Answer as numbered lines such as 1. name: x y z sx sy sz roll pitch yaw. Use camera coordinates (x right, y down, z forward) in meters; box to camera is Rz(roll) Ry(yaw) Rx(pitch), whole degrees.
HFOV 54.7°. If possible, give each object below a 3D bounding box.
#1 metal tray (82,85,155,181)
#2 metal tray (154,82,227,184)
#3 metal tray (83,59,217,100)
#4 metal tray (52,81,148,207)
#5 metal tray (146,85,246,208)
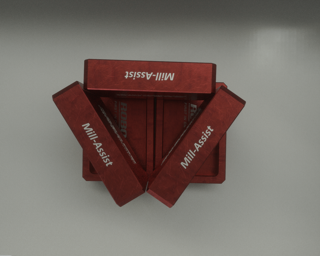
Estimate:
1. metal tray: -0.053 0.003 0.408 0.091 0.030 0.129 0 89 0
2. metal tray: 0.039 0.005 0.408 0.091 0.030 0.129 1 89 0
3. metal tray: -0.010 -0.051 0.346 0.131 0.090 0.030 2 91 0
4. metal tray: -0.060 0.015 0.346 0.030 0.090 0.130 -31 90 1
5. metal tray: 0.036 0.018 0.346 0.030 0.090 0.130 35 90 0
